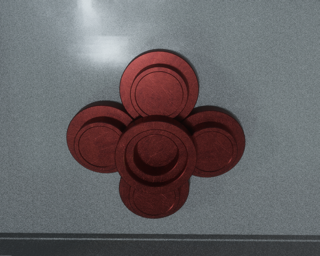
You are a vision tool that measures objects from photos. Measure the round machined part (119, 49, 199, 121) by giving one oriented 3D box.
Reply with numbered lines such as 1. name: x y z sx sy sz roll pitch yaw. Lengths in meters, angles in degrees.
1. round machined part: -0.001 -0.046 0.382 0.099 0.042 0.097 0 110 0

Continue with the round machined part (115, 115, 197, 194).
1. round machined part: -0.005 0.030 0.389 0.099 0.042 0.097 0 110 0

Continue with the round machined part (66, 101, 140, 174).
1. round machined part: -0.073 0.017 0.405 0.099 0.042 0.097 0 110 0

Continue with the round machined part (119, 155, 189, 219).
1. round machined part: -0.008 0.086 0.431 0.099 0.042 0.097 -1 109 -1

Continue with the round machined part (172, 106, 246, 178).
1. round machined part: 0.064 0.023 0.409 0.099 0.042 0.097 0 110 0
